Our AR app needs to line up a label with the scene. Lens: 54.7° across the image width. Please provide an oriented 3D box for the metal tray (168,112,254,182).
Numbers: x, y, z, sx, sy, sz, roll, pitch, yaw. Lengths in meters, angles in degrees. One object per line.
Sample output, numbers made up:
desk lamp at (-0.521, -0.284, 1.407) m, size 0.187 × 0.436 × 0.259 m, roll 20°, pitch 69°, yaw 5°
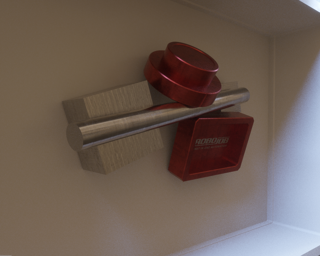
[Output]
metal tray at (0.077, 0.023, 0.450) m, size 0.131 × 0.030 × 0.089 m, roll -2°, pitch 111°, yaw -41°

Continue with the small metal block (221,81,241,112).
small metal block at (0.101, -0.046, 0.491) m, size 0.050 × 0.025 × 0.050 m, roll -15°, pitch 100°, yaw -39°

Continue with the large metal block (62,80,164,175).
large metal block at (-0.051, -0.003, 0.346) m, size 0.081 × 0.050 × 0.079 m, roll -23°, pitch 105°, yaw -38°

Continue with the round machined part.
round machined part at (0.033, -0.072, 0.384) m, size 0.099 × 0.098 × 0.042 m, roll -6°, pitch 135°, yaw -40°

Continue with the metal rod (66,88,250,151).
metal rod at (0.028, -0.022, 0.372) m, size 0.302 × 0.025 × 0.025 m, roll -16°, pitch 101°, yaw -46°
